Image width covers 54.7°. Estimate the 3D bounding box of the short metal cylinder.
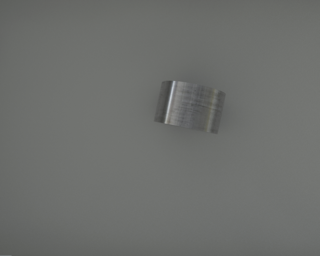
[{"bbox_3d":[0.037,-0.025,0.384,0.080,0.080,0.050,12,90,-1],"label":"short metal cylinder"}]
